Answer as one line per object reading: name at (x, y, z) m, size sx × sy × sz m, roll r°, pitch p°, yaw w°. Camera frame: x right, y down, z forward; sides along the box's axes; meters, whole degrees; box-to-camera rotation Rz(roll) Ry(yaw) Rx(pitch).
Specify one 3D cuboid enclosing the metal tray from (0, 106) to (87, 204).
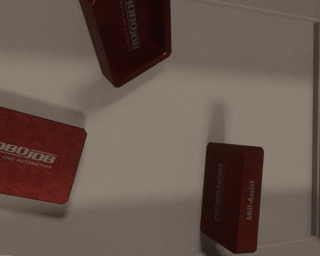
metal tray at (-0.159, 0.028, 0.349) m, size 0.131 × 0.030 × 0.090 m, roll 16°, pitch 84°, yaw -20°

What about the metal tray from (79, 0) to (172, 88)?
metal tray at (-0.032, -0.114, 0.348) m, size 0.090 × 0.129 × 0.030 m, roll -35°, pitch 64°, yaw -17°

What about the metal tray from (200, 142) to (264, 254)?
metal tray at (0.093, 0.086, 0.411) m, size 0.030 × 0.090 × 0.129 m, roll 6°, pitch 88°, yaw -20°
